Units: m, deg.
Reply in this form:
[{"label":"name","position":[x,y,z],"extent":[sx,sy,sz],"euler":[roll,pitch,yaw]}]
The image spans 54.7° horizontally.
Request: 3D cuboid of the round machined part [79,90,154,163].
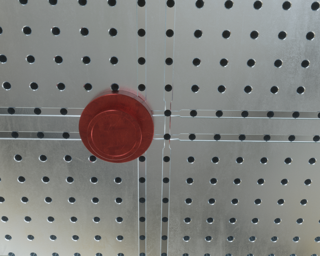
[{"label":"round machined part","position":[-0.057,0.003,0.405],"extent":[0.099,0.042,0.097],"euler":[0,110,-1]}]
